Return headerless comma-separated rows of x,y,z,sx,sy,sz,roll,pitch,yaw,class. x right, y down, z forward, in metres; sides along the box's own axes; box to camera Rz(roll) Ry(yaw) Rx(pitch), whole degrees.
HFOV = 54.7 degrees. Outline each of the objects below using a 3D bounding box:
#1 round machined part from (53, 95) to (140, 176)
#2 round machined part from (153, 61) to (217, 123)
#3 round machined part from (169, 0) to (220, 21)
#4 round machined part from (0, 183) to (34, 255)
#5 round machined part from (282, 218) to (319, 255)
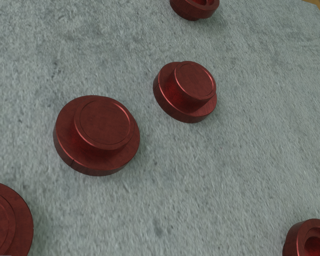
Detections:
-0.068,0.002,0.356,0.099,0.042,0.098,14,56,-21,round machined part
0.043,-0.059,0.454,0.099,0.042,0.098,14,56,-21,round machined part
0.057,-0.237,0.571,0.099,0.042,0.098,14,56,-21,round machined part
-0.157,0.088,0.255,0.099,0.042,0.098,14,56,-21,round machined part
0.199,0.171,0.399,0.099,0.042,0.098,14,56,-21,round machined part
